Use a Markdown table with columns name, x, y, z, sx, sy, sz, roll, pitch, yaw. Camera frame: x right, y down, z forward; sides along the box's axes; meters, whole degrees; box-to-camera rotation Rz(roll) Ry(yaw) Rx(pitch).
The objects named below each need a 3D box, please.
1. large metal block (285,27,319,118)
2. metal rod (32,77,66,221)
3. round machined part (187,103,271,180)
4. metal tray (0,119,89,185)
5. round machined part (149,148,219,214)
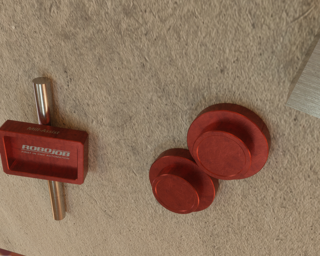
| name | x | y | z | sx | sy | sz | roll | pitch | yaw |
| --- | --- | --- | --- | --- | --- | --- | --- | --- | --- |
| large metal block | 0.169 | -0.048 | 0.272 | 0.080 | 0.050 | 0.079 | 24 | 127 | 13 |
| metal rod | -0.188 | 0.053 | 0.538 | 0.025 | 0.025 | 0.298 | 18 | 126 | 17 |
| round machined part | 0.078 | 0.023 | 0.369 | 0.098 | 0.042 | 0.097 | 13 | 124 | 21 |
| metal tray | -0.183 | 0.040 | 0.495 | 0.131 | 0.030 | 0.089 | 9 | 124 | -2 |
| round machined part | 0.028 | 0.080 | 0.431 | 0.098 | 0.042 | 0.097 | 13 | 124 | 21 |
